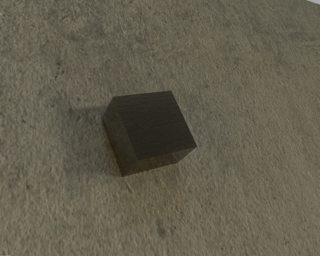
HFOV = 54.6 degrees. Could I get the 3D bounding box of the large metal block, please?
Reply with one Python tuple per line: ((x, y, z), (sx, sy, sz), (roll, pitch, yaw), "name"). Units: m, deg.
((-0.015, 0.005, 0.376), (0.081, 0.050, 0.080), (-10, 67, -32), "large metal block")
